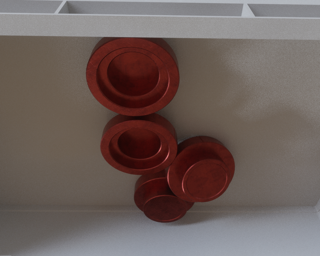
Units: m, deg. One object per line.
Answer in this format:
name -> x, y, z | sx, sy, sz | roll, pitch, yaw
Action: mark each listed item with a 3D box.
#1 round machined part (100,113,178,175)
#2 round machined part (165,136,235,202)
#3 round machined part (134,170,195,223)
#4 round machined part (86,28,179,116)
round machined part -> -0.026, 0.014, 0.410 | 0.099, 0.042, 0.097 | 0, 130, 0
round machined part -> 0.059, 0.064, 0.432 | 0.099, 0.042, 0.097 | -4, 113, -10
round machined part -> 0.008, 0.113, 0.491 | 0.099, 0.042, 0.097 | 0, 128, 0
round machined part -> -0.029, -0.064, 0.343 | 0.099, 0.042, 0.097 | 0, 130, 0
